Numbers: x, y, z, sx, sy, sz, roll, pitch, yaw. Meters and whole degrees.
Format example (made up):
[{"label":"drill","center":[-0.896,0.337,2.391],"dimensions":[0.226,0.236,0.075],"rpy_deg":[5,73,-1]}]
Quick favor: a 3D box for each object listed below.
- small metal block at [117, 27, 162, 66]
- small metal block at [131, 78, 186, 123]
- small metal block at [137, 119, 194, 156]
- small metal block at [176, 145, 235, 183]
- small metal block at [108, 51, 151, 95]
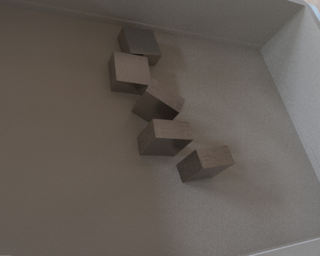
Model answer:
[{"label":"small metal block","center":[-0.031,-0.122,0.465],"dimensions":[0.050,0.025,0.050],"rpy_deg":[-4,64,-31]},{"label":"small metal block","center":[-0.003,-0.029,0.407],"dimensions":[0.050,0.050,0.025],"rpy_deg":[33,51,-8]},{"label":"small metal block","center":[0.005,0.013,0.386],"dimensions":[0.050,0.050,0.025],"rpy_deg":[4,60,-26]},{"label":"small metal block","center":[0.057,0.046,0.394],"dimensions":[0.050,0.050,0.025],"rpy_deg":[-4,64,-31]},{"label":"small metal block","center":[-0.042,-0.075,0.430],"dimensions":[0.050,0.025,0.050],"rpy_deg":[5,60,-26]}]
